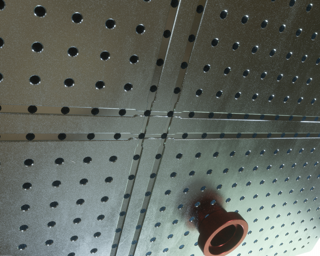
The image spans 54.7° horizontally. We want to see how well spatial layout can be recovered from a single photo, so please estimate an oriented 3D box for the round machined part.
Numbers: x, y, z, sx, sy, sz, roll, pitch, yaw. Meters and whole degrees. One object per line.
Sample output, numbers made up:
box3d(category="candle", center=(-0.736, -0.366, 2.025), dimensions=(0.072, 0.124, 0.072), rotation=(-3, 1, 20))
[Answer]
box3d(category="round machined part", center=(0.113, 0.194, 0.582), dimensions=(0.099, 0.042, 0.097), rotation=(-14, 124, -21))
